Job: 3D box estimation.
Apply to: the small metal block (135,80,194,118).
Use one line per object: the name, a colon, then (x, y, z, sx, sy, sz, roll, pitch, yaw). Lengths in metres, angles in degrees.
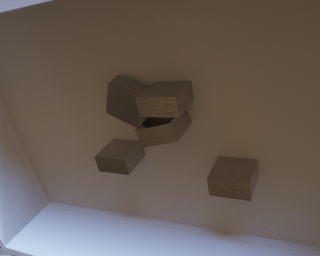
small metal block: (0.007, -0.035, 0.366, 0.050, 0.050, 0.025, 2, 119, 26)

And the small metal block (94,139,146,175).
small metal block: (-0.057, 0.040, 0.445, 0.050, 0.050, 0.025, 3, 120, 26)

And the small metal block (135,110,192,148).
small metal block: (0.005, -0.002, 0.387, 0.050, 0.050, 0.025, -11, 113, 32)

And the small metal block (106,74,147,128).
small metal block: (-0.041, -0.034, 0.403, 0.050, 0.025, 0.050, 26, 136, 12)

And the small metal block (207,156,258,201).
small metal block: (0.091, 0.061, 0.381, 0.050, 0.050, 0.025, 2, 120, 26)
